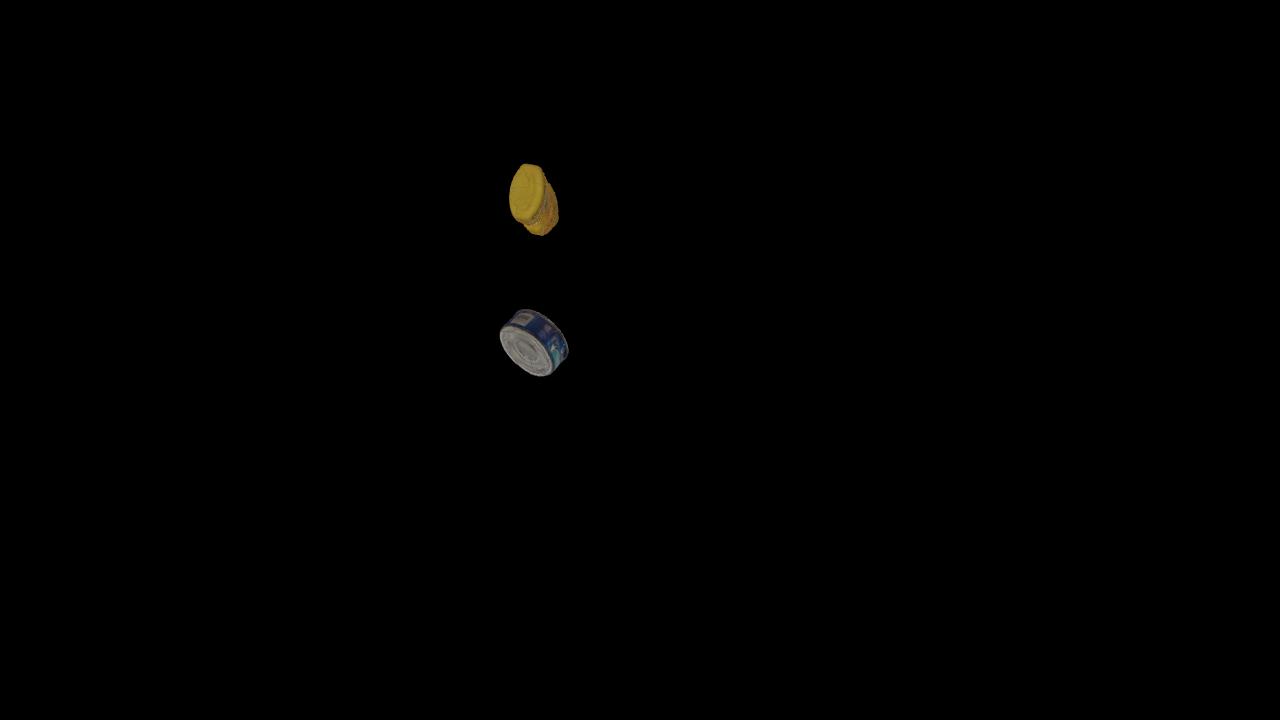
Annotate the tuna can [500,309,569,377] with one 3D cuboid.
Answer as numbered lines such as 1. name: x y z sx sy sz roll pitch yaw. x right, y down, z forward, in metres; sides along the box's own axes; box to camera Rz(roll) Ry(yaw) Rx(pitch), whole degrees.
1. tuna can: -0.132 -0.020 0.761 0.084 0.084 0.034 0 40 40

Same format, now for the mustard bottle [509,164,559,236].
1. mustard bottle: -0.171 -0.258 1.040 0.054 0.092 0.184 4 -1 4
